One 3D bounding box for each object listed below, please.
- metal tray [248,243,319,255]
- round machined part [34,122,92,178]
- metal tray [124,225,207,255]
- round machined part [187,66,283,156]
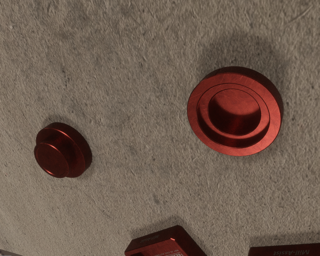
[{"bbox_3d":[0.198,0.204,0.425,0.130,0.030,0.090,-20,108,35],"label":"metal tray"},{"bbox_3d":[-0.165,0.043,0.507,0.098,0.042,0.097,13,124,20],"label":"round machined part"},{"bbox_3d":[0.011,0.224,0.534,0.130,0.030,0.090,-32,101,38],"label":"metal tray"},{"bbox_3d":[0.083,-0.021,0.338,0.098,0.042,0.097,13,124,20],"label":"round machined part"}]
